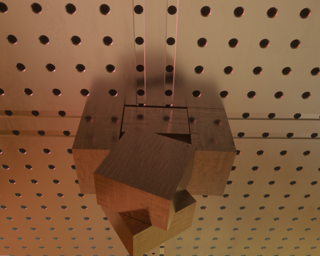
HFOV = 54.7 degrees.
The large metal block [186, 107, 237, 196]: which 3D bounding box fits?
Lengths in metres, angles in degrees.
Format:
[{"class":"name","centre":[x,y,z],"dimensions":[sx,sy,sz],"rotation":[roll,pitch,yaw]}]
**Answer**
[{"class":"large metal block","centre":[0.058,0.030,0.402],"dimensions":[0.050,0.080,0.079],"rotation":[3,130,-3]}]

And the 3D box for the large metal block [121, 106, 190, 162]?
[{"class":"large metal block","centre":[-0.007,0.020,0.409],"dimensions":[0.081,0.050,0.079],"rotation":[2,130,-2]}]

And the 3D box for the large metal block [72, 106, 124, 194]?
[{"class":"large metal block","centre":[-0.074,0.028,0.399],"dimensions":[0.050,0.080,0.079],"rotation":[1,130,-2]}]

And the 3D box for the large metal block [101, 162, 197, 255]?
[{"class":"large metal block","centre":[-0.016,0.091,0.365],"dimensions":[0.081,0.080,0.050],"rotation":[-21,136,-27]}]

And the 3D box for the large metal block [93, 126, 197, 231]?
[{"class":"large metal block","centre":[-0.014,0.051,0.335],"dimensions":[0.080,0.080,0.050],"rotation":[17,131,15]}]
